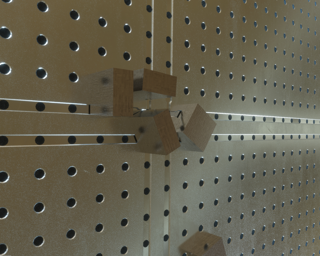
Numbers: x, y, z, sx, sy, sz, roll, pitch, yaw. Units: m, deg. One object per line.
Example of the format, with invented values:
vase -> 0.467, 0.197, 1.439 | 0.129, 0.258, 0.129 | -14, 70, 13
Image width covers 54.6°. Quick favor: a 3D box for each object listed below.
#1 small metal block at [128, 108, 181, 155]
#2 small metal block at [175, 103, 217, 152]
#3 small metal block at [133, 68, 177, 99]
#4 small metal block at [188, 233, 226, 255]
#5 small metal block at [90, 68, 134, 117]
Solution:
small metal block -> -0.007, 0.004, 0.386 | 0.025, 0.050, 0.050 | -31, 109, -36
small metal block -> 0.050, 0.000, 0.450 | 0.050, 0.025, 0.050 | 43, 64, -32
small metal block -> -0.015, -0.052, 0.379 | 0.050, 0.050, 0.025 | 6, 86, -40
small metal block -> 0.074, 0.198, 0.471 | 0.050, 0.025, 0.050 | -25, 106, -37
small metal block -> -0.055, -0.037, 0.346 | 0.025, 0.050, 0.050 | 1, 90, -40
